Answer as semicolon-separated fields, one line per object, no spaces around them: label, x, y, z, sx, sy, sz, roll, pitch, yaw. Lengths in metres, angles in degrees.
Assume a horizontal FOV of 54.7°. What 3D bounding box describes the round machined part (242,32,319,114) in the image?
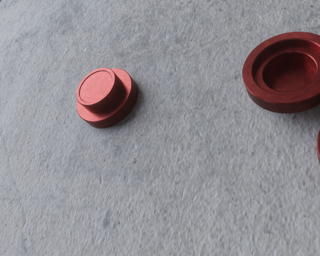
round machined part;0.147;-0.058;0.351;0.098;0.042;0.098;-13;56;20

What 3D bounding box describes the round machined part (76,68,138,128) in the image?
round machined part;-0.086;-0.052;0.468;0.098;0.042;0.098;-13;56;20

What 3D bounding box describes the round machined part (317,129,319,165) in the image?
round machined part;0.197;0.014;0.281;0.098;0.042;0.098;-13;56;20
